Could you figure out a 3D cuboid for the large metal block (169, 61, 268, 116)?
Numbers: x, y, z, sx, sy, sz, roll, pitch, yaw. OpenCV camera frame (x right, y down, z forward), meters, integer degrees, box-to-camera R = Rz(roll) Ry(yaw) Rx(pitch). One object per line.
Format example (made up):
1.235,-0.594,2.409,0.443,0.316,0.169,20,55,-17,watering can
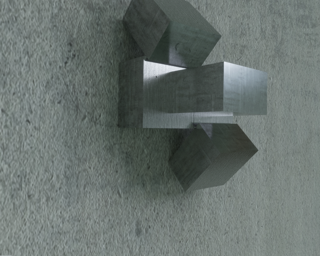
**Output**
0.068,-0.041,0.365,0.081,0.080,0.050,2,89,-40,large metal block

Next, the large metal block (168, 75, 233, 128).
0.058,-0.039,0.439,0.081,0.050,0.079,1,90,-40,large metal block

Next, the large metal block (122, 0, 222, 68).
0.013,-0.121,0.375,0.081,0.050,0.080,1,46,-40,large metal block

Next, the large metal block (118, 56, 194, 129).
-0.004,-0.040,0.386,0.081,0.050,0.079,1,90,-40,large metal block

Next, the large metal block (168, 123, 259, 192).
0.072,0.039,0.425,0.081,0.080,0.050,1,46,-41,large metal block
